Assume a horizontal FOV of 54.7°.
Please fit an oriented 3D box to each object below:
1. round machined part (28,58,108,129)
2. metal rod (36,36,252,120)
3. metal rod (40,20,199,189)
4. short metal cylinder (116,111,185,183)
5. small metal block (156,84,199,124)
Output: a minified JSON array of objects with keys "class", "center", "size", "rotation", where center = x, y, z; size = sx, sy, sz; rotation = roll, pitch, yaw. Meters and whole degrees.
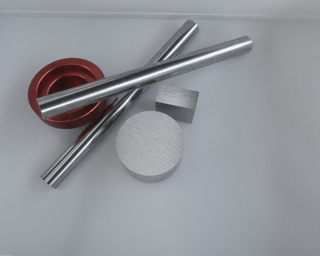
[{"class":"round machined part","center":[-0.117,-0.041,0.410],"size":[0.099,0.042,0.098],"rotation":[0,63,1]},{"class":"metal rod","center":[-0.003,-0.072,0.402],"size":[0.302,0.025,0.025],"rotation":[-21,71,-22]},{"class":"metal rod","center":[-0.045,-0.042,0.424],"size":[0.025,0.025,0.301],"rotation":[37,74,12]},{"class":"short metal cylinder","center":[-0.011,0.025,0.387],"size":[0.081,0.050,0.080],"rotation":[0,70,0]},{"class":"small metal block","center":[0.022,-0.031,0.408],"size":[0.050,0.050,0.025],"rotation":[12,71,4]}]
